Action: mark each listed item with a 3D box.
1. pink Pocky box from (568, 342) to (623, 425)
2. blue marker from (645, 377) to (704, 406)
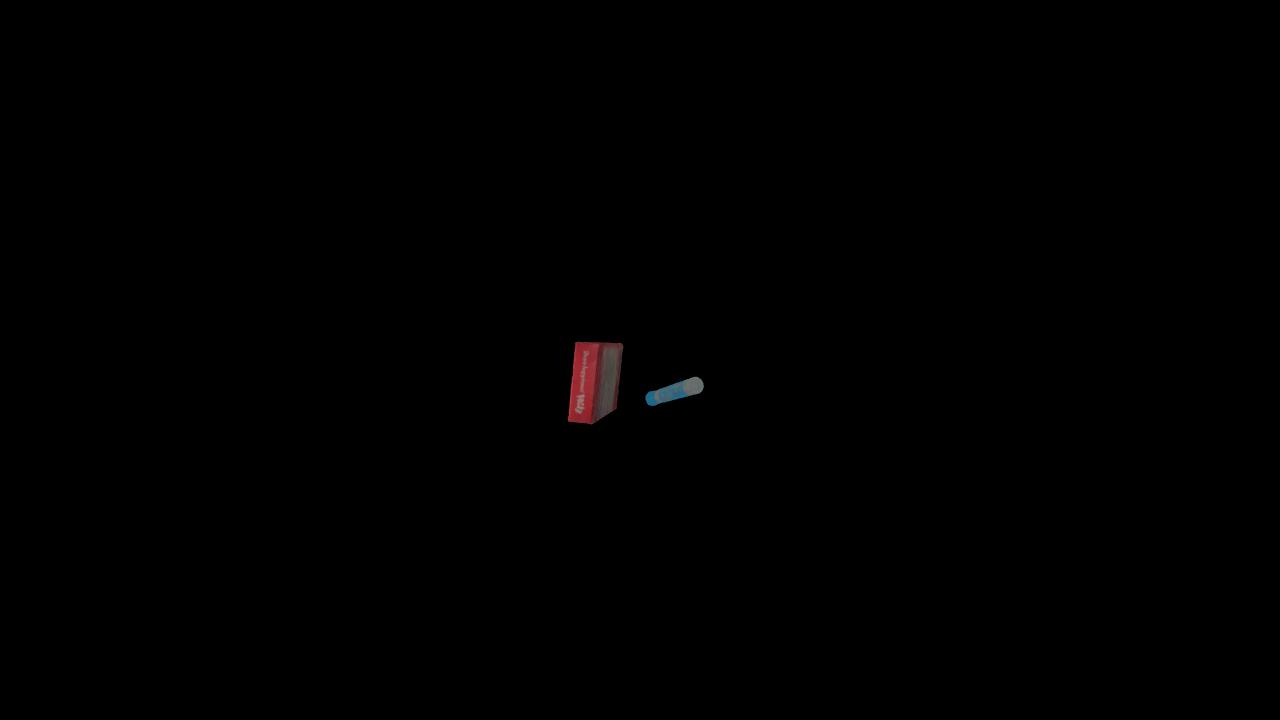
[{"bbox_3d":[-0.047,0.022,0.695,0.029,0.084,0.155,6,2,7],"label":"pink Pocky box"},{"bbox_3d":[0.037,0.038,0.718,0.020,0.020,0.121,0,-11,-24],"label":"blue marker"}]
